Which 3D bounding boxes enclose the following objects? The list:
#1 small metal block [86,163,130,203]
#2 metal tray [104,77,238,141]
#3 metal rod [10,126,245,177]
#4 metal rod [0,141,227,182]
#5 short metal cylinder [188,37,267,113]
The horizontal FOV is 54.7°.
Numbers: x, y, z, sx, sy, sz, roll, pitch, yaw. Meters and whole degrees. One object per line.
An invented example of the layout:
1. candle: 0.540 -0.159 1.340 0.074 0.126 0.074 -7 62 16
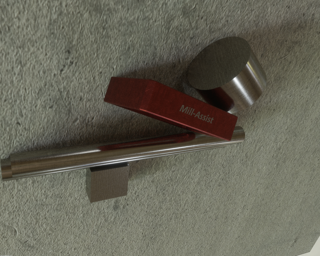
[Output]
1. small metal block: -0.070 0.067 0.412 0.050 0.025 0.050 -6 122 -26
2. metal tray: 0.013 -0.022 0.357 0.131 0.090 0.030 18 89 -36
3. metal rod: -0.019 0.024 0.388 0.303 0.025 0.025 -6 121 -26
4. metal rod: -0.039 0.032 0.406 0.303 0.025 0.025 -6 121 -26
5. short metal cylinder: 0.082 -0.064 0.378 0.080 0.080 0.050 -45 130 3
